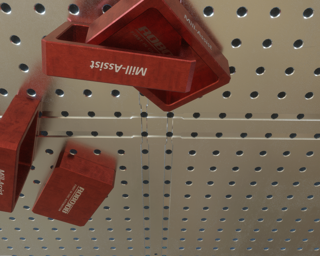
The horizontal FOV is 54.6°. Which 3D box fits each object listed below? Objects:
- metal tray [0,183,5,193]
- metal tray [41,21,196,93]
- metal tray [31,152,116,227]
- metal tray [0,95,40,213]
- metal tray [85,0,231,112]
[{"bbox_3d":[-0.288,0.051,0.422,0.090,0.030,0.130,1,138,39],"label":"metal tray"},{"bbox_3d":[-0.036,-0.072,0.304,0.131,0.090,0.030,7,118,-6],"label":"metal tray"},{"bbox_3d":[-0.139,0.102,0.494,0.090,0.030,0.129,24,126,-19],"label":"metal tray"},{"bbox_3d":[-0.186,0.034,0.396,0.030,0.090,0.129,15,129,-13],"label":"metal tray"},{"bbox_3d":[0.002,-0.076,0.320,0.090,0.030,0.130,-25,136,31],"label":"metal tray"}]
